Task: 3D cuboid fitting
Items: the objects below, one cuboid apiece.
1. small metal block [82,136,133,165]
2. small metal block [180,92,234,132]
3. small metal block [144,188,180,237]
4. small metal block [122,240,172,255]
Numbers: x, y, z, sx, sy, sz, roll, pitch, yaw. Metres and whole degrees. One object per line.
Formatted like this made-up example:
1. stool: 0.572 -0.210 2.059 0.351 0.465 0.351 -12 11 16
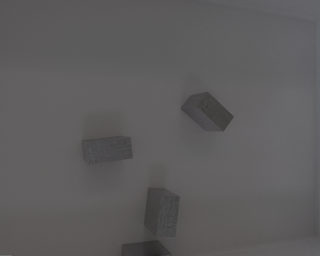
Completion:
1. small metal block: -0.065 0.025 0.373 0.050 0.050 0.025 -7 93 -20
2. small metal block: 0.063 -0.021 0.420 0.050 0.050 0.025 41 77 -16
3. small metal block: 0.001 0.107 0.398 0.025 0.050 0.050 8 88 -20
4. small metal block: -0.018 0.165 0.391 0.050 0.050 0.025 1 90 -20
